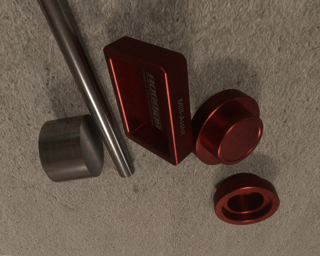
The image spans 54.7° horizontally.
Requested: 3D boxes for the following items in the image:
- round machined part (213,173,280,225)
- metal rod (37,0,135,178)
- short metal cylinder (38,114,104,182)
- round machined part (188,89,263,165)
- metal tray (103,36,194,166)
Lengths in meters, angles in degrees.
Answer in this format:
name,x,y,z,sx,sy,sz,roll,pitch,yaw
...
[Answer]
name,x,y,z,sx,sy,sz,roll,pitch,yaw
round machined part,0.133,0.109,0.491,0.099,0.042,0.097,-1,130,0
metal rod,-0.082,-0.046,0.366,0.025,0.025,0.298,-10,130,8
short metal cylinder,-0.109,0.026,0.391,0.050,0.080,0.080,-9,130,7
round machined part,0.085,0.006,0.374,0.099,0.042,0.097,-19,129,-24
metal tray,-0.010,-0.028,0.344,0.090,0.030,0.129,28,142,35
